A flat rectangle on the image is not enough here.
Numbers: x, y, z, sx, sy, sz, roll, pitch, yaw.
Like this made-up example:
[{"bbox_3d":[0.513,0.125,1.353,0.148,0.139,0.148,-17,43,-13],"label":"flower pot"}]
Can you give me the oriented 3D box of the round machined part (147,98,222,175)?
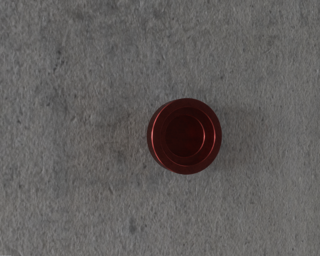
[{"bbox_3d":[0.029,0.010,0.412,0.099,0.042,0.097,0,90,-21],"label":"round machined part"}]
